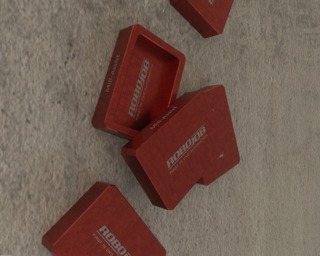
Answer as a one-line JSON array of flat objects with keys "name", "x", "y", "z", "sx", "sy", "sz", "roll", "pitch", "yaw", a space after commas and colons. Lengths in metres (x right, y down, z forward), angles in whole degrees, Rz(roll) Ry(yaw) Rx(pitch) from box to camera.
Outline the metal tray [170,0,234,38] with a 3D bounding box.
[{"name": "metal tray", "x": 0.073, "y": -0.214, "z": 0.465, "sx": 0.090, "sy": 0.030, "sz": 0.130, "roll": 33, "pitch": 69, "yaw": -35}]

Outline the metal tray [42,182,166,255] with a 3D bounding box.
[{"name": "metal tray", "x": -0.057, "y": 0.138, "z": 0.356, "sx": 0.090, "sy": 0.030, "sz": 0.130, "roll": -47, "pitch": 118, "yaw": -30}]

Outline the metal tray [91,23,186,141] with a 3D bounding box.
[{"name": "metal tray", "x": -0.022, "y": -0.049, "z": 0.384, "sx": 0.090, "sy": 0.030, "sz": 0.130, "roll": 24, "pitch": 75, "yaw": -38}]

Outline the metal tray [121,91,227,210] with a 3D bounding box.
[{"name": "metal tray", "x": 0.024, "y": 0.024, "z": 0.384, "sx": 0.131, "sy": 0.030, "sz": 0.090, "roll": -42, "pitch": 116, "yaw": -32}]

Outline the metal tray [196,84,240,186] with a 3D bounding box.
[{"name": "metal tray", "x": 0.071, "y": 0.009, "z": 0.464, "sx": 0.091, "sy": 0.030, "sz": 0.129, "roll": -25, "pitch": 106, "yaw": -37}]
